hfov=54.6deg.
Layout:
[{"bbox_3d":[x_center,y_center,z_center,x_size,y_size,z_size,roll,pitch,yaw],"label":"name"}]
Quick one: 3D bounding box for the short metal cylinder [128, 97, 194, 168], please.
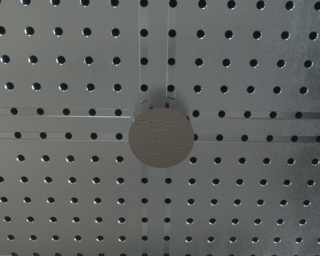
[{"bbox_3d":[0.002,0.005,0.402,0.080,0.050,0.079,0,110,0],"label":"short metal cylinder"}]
